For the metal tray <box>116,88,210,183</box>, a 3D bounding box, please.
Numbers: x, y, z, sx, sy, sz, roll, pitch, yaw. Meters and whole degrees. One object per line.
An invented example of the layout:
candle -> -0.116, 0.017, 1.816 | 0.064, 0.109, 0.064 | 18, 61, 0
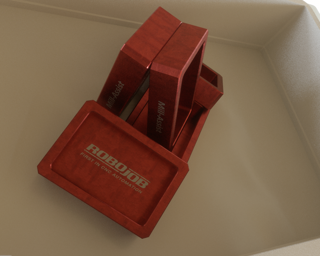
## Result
metal tray -> 0.005, -0.003, 0.406 | 0.090, 0.030, 0.130 | 34, 51, -6

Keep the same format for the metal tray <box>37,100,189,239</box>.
metal tray -> -0.046, 0.043, 0.328 | 0.130, 0.030, 0.090 | 35, 75, -6

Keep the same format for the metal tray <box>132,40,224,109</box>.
metal tray -> 0.030, -0.088, 0.450 | 0.130, 0.030, 0.090 | 34, 26, -6

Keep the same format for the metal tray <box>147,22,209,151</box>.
metal tray -> 0.018, -0.041, 0.357 | 0.030, 0.129, 0.090 | 20, 50, 12

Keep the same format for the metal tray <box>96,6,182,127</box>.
metal tray -> -0.031, -0.065, 0.359 | 0.030, 0.129, 0.090 | 34, 51, -5
